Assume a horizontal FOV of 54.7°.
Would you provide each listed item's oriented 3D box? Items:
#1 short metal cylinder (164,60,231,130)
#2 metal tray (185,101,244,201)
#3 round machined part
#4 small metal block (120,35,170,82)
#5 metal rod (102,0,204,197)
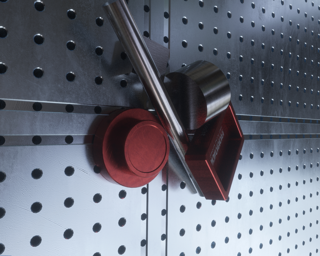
[{"bbox_3d":[0.046,-0.044,0.414,0.050,0.080,0.080,-32,110,-36],"label":"short metal cylinder"},{"bbox_3d":[0.085,0.028,0.452,0.090,0.030,0.130,61,40,-31],"label":"metal tray"},{"bbox_3d":[-0.027,0.024,0.376,0.099,0.042,0.097,0,90,-40],"label":"round machined part"},{"bbox_3d":[-0.018,-0.085,0.396,0.050,0.025,0.050,17,79,-39],"label":"small metal block"},{"bbox_3d":[0.010,-0.018,0.398,0.025,0.025,0.299,-47,126,-30],"label":"metal rod"}]
